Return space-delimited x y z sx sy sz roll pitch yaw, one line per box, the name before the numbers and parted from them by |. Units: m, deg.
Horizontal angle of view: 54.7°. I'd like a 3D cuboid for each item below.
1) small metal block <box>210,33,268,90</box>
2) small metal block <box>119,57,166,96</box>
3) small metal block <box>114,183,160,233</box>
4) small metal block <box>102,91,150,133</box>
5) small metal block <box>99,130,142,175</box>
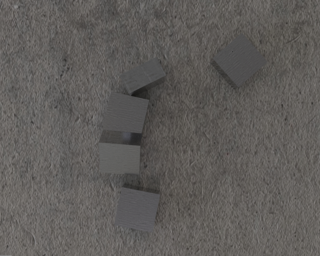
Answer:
small metal block | 0.103 -0.087 0.411 0.050 0.025 0.050 -41 90 0
small metal block | -0.021 -0.063 0.397 0.050 0.050 0.025 -26 90 0
small metal block | -0.029 0.105 0.410 0.050 0.025 0.050 11 90 0
small metal block | -0.044 -0.017 0.409 0.050 0.025 0.050 13 90 0
small metal block | -0.050 0.032 0.397 0.050 0.025 0.050 5 126 0
